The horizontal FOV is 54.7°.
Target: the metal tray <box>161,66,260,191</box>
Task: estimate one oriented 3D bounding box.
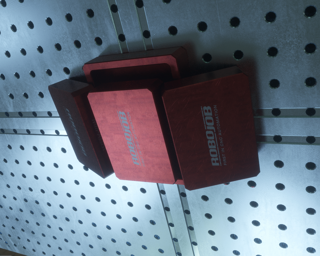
[{"bbox_3d":[0.059,0.004,0.354,0.090,0.030,0.129,-13,115,3],"label":"metal tray"}]

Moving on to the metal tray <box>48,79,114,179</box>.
[{"bbox_3d":[-0.106,0.000,0.438,0.090,0.030,0.129,19,131,49],"label":"metal tray"}]

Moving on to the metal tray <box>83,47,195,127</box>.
[{"bbox_3d":[-0.025,-0.048,0.390,0.130,0.030,0.089,0,119,27],"label":"metal tray"}]

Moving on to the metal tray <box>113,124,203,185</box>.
[{"bbox_3d":[-0.004,0.031,0.429,0.130,0.030,0.089,0,119,27],"label":"metal tray"}]

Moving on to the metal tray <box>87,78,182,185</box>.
[{"bbox_3d":[-0.028,0.007,0.386,0.090,0.030,0.129,0,118,28],"label":"metal tray"}]
